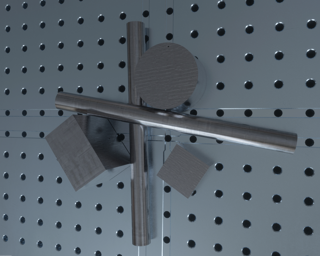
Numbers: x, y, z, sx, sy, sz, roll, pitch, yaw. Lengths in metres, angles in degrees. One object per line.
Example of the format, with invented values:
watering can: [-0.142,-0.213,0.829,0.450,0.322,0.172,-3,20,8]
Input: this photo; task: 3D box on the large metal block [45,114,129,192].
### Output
large metal block: [-0.090,0.030,0.413,0.050,0.080,0.080,-36,79,16]

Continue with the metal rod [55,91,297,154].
metal rod: [0.010,-0.009,0.388,0.301,0.025,0.025,11,94,11]

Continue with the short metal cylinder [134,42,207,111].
short metal cylinder: [0.015,-0.062,0.393,0.080,0.050,0.079,0,90,19]

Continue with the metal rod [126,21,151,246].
metal rod: [-0.029,0.007,0.422,0.025,0.025,0.298,-2,89,19]

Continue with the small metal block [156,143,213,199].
small metal block: [0.032,0.054,0.401,0.050,0.025,0.050,35,101,16]
